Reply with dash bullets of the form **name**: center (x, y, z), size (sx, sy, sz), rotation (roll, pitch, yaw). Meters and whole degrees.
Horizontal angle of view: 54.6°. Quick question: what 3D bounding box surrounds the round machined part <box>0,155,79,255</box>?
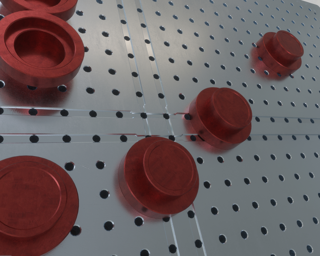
- **round machined part**: center (-0.125, 0.070, 0.287), size (0.099, 0.042, 0.098), rotation (13, 56, -21)

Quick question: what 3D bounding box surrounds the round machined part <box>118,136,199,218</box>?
- **round machined part**: center (0.004, 0.053, 0.367), size (0.099, 0.042, 0.098), rotation (13, 56, -21)

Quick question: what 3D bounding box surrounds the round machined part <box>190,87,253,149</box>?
- **round machined part**: center (0.097, -0.021, 0.462), size (0.099, 0.042, 0.098), rotation (13, 56, -21)

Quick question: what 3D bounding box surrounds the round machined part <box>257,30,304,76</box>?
- **round machined part**: center (0.249, -0.158, 0.626), size (0.099, 0.042, 0.098), rotation (13, 56, -21)

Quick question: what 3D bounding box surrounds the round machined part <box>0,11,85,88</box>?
- **round machined part**: center (-0.145, -0.089, 0.372), size (0.099, 0.042, 0.098), rotation (13, 58, -22)

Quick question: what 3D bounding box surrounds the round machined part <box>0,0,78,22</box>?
- **round machined part**: center (-0.164, -0.174, 0.415), size (0.099, 0.042, 0.098), rotation (13, 57, -21)
